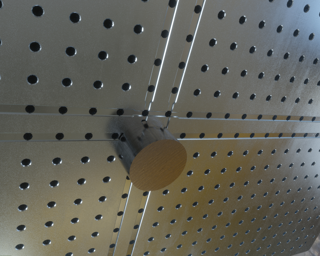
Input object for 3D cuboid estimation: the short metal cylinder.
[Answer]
[{"bbox_3d":[-0.011,0.037,0.413,0.081,0.050,0.079,-14,124,-21],"label":"short metal cylinder"}]
